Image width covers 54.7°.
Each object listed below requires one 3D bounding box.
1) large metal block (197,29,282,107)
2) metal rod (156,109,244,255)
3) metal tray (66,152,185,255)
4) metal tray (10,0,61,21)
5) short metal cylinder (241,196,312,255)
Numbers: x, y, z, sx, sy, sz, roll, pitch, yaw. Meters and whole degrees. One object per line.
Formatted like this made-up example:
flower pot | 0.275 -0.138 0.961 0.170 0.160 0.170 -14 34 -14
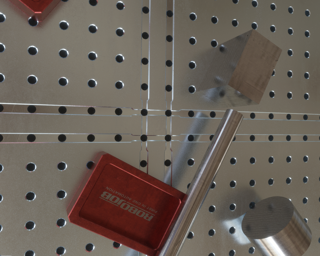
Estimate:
large metal block | 0.106 -0.076 0.422 0.050 0.080 0.080 28 81 -18
metal rod | 0.033 0.111 0.392 0.025 0.025 0.299 31 80 -18
metal tray | -0.039 0.098 0.395 0.131 0.030 0.090 31 80 -18
metal tray | -0.163 -0.199 0.349 0.130 0.030 0.090 39 78 -16
short metal cylinder | 0.166 0.145 0.445 0.080 0.080 0.050 -41 103 -15
